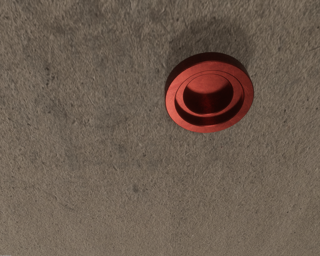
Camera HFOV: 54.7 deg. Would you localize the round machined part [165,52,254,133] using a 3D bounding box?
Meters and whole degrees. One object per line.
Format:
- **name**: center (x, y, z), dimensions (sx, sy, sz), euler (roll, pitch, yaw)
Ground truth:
- **round machined part**: center (0.054, -0.044, 0.359), dimensions (0.099, 0.042, 0.097), euler (-1, 130, 0)
